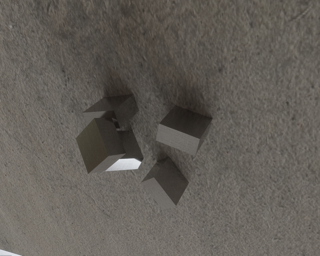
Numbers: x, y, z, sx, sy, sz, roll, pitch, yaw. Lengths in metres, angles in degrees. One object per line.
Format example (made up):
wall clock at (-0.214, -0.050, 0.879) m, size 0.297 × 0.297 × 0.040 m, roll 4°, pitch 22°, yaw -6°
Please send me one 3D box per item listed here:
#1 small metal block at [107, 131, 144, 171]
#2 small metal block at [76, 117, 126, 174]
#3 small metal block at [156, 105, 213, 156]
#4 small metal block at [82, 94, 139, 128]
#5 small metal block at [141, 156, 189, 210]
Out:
small metal block at (-0.057, 0.030, 0.424) m, size 0.025 × 0.050 × 0.050 m, roll -61°, pitch 42°, yaw 38°
small metal block at (-0.073, 0.022, 0.379) m, size 0.050 × 0.025 × 0.050 m, roll -40°, pitch 66°, yaw 38°
small metal block at (0.030, 0.002, 0.375) m, size 0.050 × 0.050 × 0.025 m, roll 21°, pitch 126°, yaw 15°
small metal block at (-0.064, -0.021, 0.409) m, size 0.050 × 0.050 × 0.025 m, roll -2°, pitch 118°, yaw 29°
small metal block at (0.008, 0.076, 0.432) m, size 0.025 × 0.050 × 0.050 m, roll -28°, pitch 103°, yaw 37°
